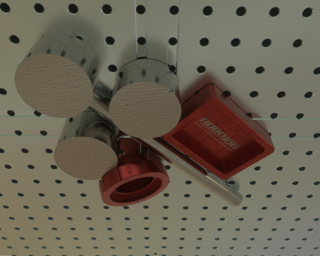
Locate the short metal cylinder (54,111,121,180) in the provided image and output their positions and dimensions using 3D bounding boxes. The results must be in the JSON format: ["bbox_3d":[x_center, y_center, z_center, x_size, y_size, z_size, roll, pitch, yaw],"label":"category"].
[{"bbox_3d":[-0.094,0.024,0.415,0.081,0.050,0.079,0,130,0],"label":"short metal cylinder"}]

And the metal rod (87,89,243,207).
[{"bbox_3d":[0.019,0.040,0.446,0.301,0.025,0.025,36,121,-27],"label":"metal rod"}]

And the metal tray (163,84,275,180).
[{"bbox_3d":[0.079,0.011,0.417,0.130,0.030,0.090,36,122,-27],"label":"metal tray"}]

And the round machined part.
[{"bbox_3d":[-0.039,0.071,0.447,0.099,0.042,0.098,-15,147,-10],"label":"round machined part"}]

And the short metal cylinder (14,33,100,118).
[{"bbox_3d":[-0.111,-0.058,0.345,0.081,0.050,0.079,0,130,0],"label":"short metal cylinder"}]

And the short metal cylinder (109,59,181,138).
[{"bbox_3d":[-0.016,-0.034,0.365,0.081,0.050,0.079,0,130,0],"label":"short metal cylinder"}]
